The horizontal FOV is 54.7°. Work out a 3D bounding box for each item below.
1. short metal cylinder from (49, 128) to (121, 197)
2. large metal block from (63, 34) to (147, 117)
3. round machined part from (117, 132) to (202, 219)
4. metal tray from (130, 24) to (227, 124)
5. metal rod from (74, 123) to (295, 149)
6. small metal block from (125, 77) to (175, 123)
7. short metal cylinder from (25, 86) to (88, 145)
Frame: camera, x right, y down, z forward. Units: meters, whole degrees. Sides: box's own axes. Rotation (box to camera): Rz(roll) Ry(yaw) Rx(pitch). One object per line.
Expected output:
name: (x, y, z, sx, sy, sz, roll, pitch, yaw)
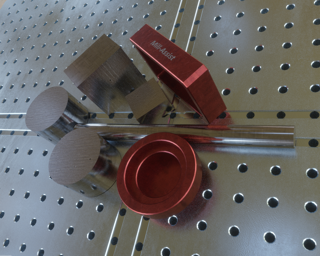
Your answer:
short metal cylinder: (-0.100, 0.046, 0.416, 0.080, 0.050, 0.080, -13, 56, 21)
large metal block: (-0.079, -0.077, 0.462, 0.080, 0.080, 0.050, -44, 52, -2)
round machined part: (0.003, 0.057, 0.361, 0.098, 0.042, 0.098, -13, 56, 21)
metal tray: (0.022, -0.070, 0.398, 0.030, 0.090, 0.130, -43, 51, -1)
metal rod: (0.010, 0.007, 0.398, 0.300, 0.025, 0.025, 1, 62, 28)
small metal block: (-0.015, -0.036, 0.439, 0.050, 0.025, 0.050, -34, 51, 6)
short metal cylinder: (-0.162, -0.018, 0.488, 0.080, 0.050, 0.080, -13, 56, 21)
